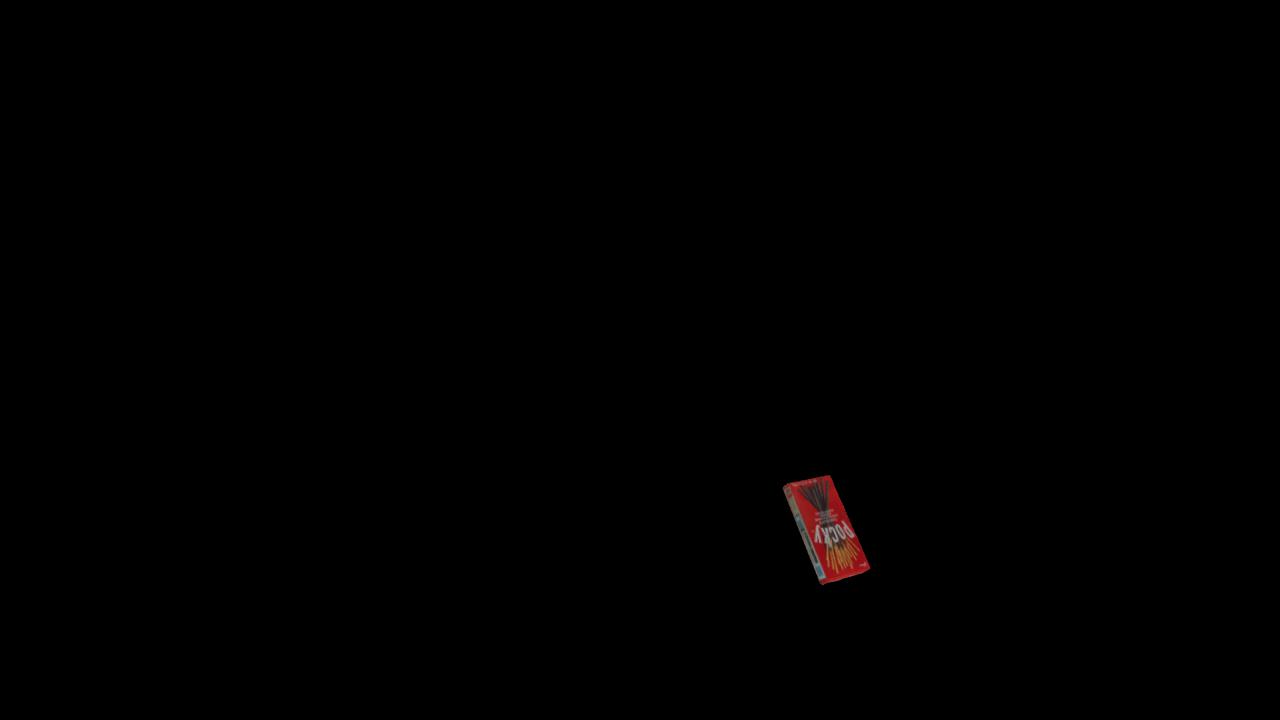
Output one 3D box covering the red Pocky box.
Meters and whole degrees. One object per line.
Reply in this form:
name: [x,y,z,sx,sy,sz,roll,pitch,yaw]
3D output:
red Pocky box: [0.287,0.259,0.952,0.083,0.155,0.028,-6,-28,-23]
